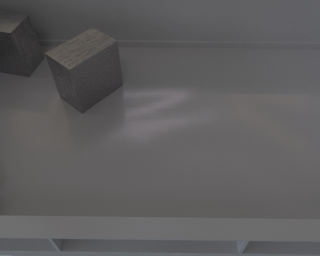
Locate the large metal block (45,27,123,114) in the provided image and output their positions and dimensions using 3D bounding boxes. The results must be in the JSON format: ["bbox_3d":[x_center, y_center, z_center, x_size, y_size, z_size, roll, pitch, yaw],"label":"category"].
[{"bbox_3d":[-0.102,-0.081,0.437,0.050,0.080,0.080,34,58,25],"label":"large metal block"}]

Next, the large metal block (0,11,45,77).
[{"bbox_3d":[-0.238,-0.131,0.478,0.080,0.080,0.050,11,51,9],"label":"large metal block"}]
